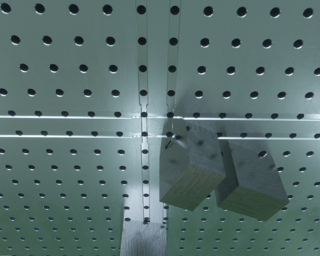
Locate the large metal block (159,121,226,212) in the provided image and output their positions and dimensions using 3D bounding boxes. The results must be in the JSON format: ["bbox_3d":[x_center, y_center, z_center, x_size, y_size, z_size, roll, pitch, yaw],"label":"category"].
[{"bbox_3d":[0.039,0.052,0.420,0.050,0.080,0.080,21,127,-17],"label":"large metal block"}]

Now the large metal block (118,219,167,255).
[{"bbox_3d":[-0.033,0.218,0.561,0.080,0.080,0.050,9,130,-8],"label":"large metal block"}]

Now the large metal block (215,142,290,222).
[{"bbox_3d":[0.124,0.076,0.441,0.080,0.080,0.050,20,127,-17],"label":"large metal block"}]
